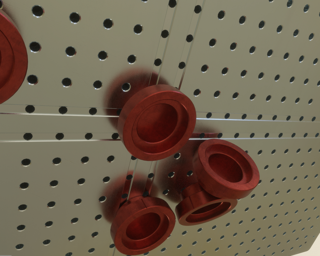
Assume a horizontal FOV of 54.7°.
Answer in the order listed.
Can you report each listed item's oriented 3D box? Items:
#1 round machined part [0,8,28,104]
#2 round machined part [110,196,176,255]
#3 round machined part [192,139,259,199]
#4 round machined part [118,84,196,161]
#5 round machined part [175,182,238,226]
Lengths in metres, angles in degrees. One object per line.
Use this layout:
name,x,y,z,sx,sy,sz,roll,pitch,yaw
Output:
round machined part,-0.169,-0.066,0.267,0.099,0.042,0.097,-14,125,-21
round machined part,-0.029,0.144,0.475,0.099,0.042,0.097,-14,125,-21
round machined part,0.093,0.065,0.460,0.099,0.098,0.042,1,134,-29
round machined part,-0.007,-0.010,0.392,0.099,0.042,0.097,-14,125,-21
round machined part,0.070,0.117,0.499,0.099,0.042,0.098,-14,146,-9
